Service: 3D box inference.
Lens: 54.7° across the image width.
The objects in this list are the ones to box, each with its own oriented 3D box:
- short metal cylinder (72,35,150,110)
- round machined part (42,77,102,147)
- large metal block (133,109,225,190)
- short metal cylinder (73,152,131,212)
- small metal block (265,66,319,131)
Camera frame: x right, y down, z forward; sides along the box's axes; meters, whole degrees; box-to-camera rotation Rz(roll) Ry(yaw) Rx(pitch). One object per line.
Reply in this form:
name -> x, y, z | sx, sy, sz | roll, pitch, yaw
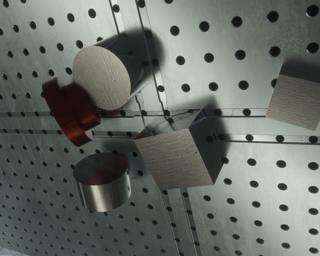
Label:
short metal cylinder -> -0.059, -0.069, 0.384 | 0.080, 0.050, 0.079 | 13, 124, 21
round machined part -> -0.114, -0.027, 0.421 | 0.042, 0.098, 0.098 | -28, 108, -4
large metal block -> 0.026, 0.030, 0.400 | 0.080, 0.050, 0.080 | -13, 112, 33
short metal cylinder -> -0.086, 0.080, 0.471 | 0.080, 0.080, 0.050 | 10, 123, 22
small metal block -> 0.142, -0.031, 0.317 | 0.050, 0.025, 0.050 | 18, 126, 17
